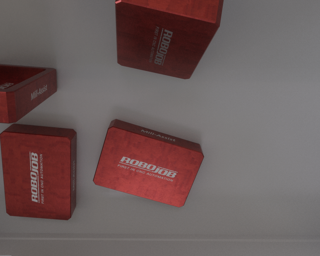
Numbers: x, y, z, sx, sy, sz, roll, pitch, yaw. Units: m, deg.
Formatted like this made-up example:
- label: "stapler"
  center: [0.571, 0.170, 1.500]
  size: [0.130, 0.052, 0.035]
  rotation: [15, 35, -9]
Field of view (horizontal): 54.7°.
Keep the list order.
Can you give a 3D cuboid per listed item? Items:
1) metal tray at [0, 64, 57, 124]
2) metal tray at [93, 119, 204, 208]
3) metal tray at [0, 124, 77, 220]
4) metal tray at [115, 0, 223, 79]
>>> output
- label: "metal tray"
  center: [-0.177, -0.043, 0.338]
  size: [0.091, 0.130, 0.030]
  rotation: [4, 110, -2]
- label: "metal tray"
  center: [-0.016, 0.050, 0.427]
  size: [0.131, 0.030, 0.089]
  rotation: [17, 109, -7]
- label: "metal tray"
  center: [-0.165, 0.063, 0.430]
  size: [0.091, 0.030, 0.129]
  rotation: [5, 110, -2]
- label: "metal tray"
  center: [0.002, -0.096, 0.322]
  size: [0.091, 0.130, 0.030]
  rotation: [11, 76, -4]
